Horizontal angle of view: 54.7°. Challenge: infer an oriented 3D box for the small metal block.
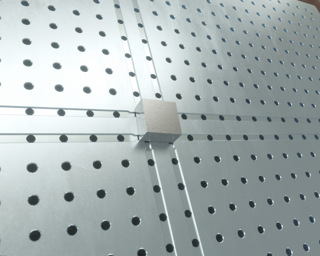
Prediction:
[{"bbox_3d":[-0.003,-0.009,0.414,0.050,0.025,0.050,5,60,-26],"label":"small metal block"}]
